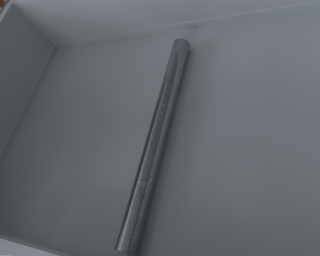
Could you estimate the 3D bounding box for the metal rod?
[{"bbox_3d":[-0.003,0.006,0.404,0.025,0.025,0.300,1,62,29],"label":"metal rod"}]
